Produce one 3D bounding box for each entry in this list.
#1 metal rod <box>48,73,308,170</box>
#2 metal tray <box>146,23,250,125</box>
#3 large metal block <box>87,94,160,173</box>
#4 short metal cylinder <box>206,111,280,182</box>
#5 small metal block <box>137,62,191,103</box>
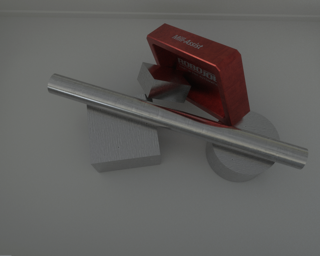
[{"bbox_3d":[0.015,-0.010,0.358,0.301,0.025,0.025,17,71,5],"label":"metal rod"},{"bbox_3d":[0.044,-0.066,0.372,0.030,0.090,0.130,-39,45,-14],"label":"metal tray"},{"bbox_3d":[-0.045,0.007,0.392,0.081,0.050,0.080,-7,70,-3],"label":"large metal block"},{"bbox_3d":[0.101,0.024,0.387,0.081,0.050,0.080,0,70,0],"label":"short metal cylinder"},{"bbox_3d":[0.004,-0.058,0.394,0.050,0.025,0.050,6,32,-26],"label":"small metal block"}]
